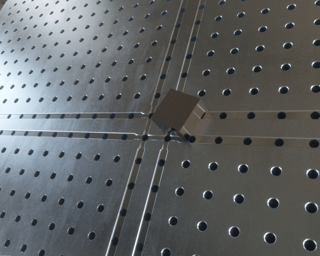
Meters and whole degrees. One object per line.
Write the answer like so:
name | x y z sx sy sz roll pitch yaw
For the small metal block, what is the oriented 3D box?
small metal block | 0.024 -0.019 0.408 0.050 0.025 0.050 24 75 36
